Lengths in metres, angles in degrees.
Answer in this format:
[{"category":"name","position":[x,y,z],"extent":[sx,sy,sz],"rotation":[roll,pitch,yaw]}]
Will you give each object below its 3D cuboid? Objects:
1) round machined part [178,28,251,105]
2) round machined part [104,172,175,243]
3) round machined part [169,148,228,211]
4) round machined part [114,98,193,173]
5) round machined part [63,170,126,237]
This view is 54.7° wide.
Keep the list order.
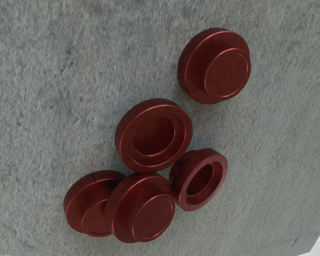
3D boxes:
[{"category":"round machined part","position":[0.075,-0.073,0.393],"extent":[0.099,0.042,0.097],"rotation":[-14,125,-21]},{"category":"round machined part","position":[-0.019,0.107,0.403],"extent":[0.099,0.042,0.097],"rotation":[-19,120,-35]},{"category":"round machined part","position":[0.052,0.072,0.462],"extent":[0.099,0.042,0.097],"rotation":[-24,131,-31]},{"category":"round machined part","position":[-0.011,0.006,0.395],"extent":[0.099,0.042,0.097],"rotation":[-14,124,-21]},{"category":"round machined part","position":[-0.077,0.109,0.422],"extent":[0.099,0.042,0.097],"rotation":[-14,124,-21]}]
